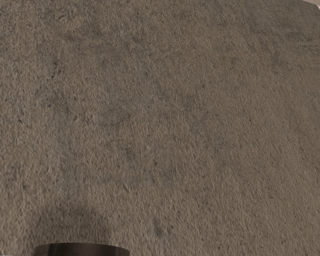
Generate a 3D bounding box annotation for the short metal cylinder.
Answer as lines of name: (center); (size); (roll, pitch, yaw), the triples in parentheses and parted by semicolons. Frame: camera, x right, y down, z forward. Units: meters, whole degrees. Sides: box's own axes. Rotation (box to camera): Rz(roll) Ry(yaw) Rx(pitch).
short metal cylinder: (-0.067, 0.129, 0.255); (0.081, 0.080, 0.050); (14, 56, -21)
